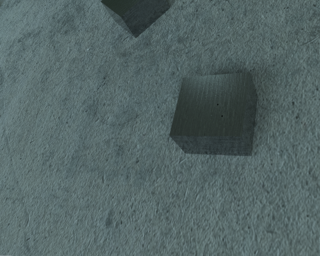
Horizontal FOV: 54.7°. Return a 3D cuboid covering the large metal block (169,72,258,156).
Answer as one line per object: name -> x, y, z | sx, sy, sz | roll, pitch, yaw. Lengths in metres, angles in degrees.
large metal block -> 0.065, -0.015, 0.363 | 0.080, 0.050, 0.080 | 0, 62, 28

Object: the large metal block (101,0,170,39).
large metal block -> -0.044, -0.217, 0.544 | 0.080, 0.050, 0.080 | -42, 51, -1
